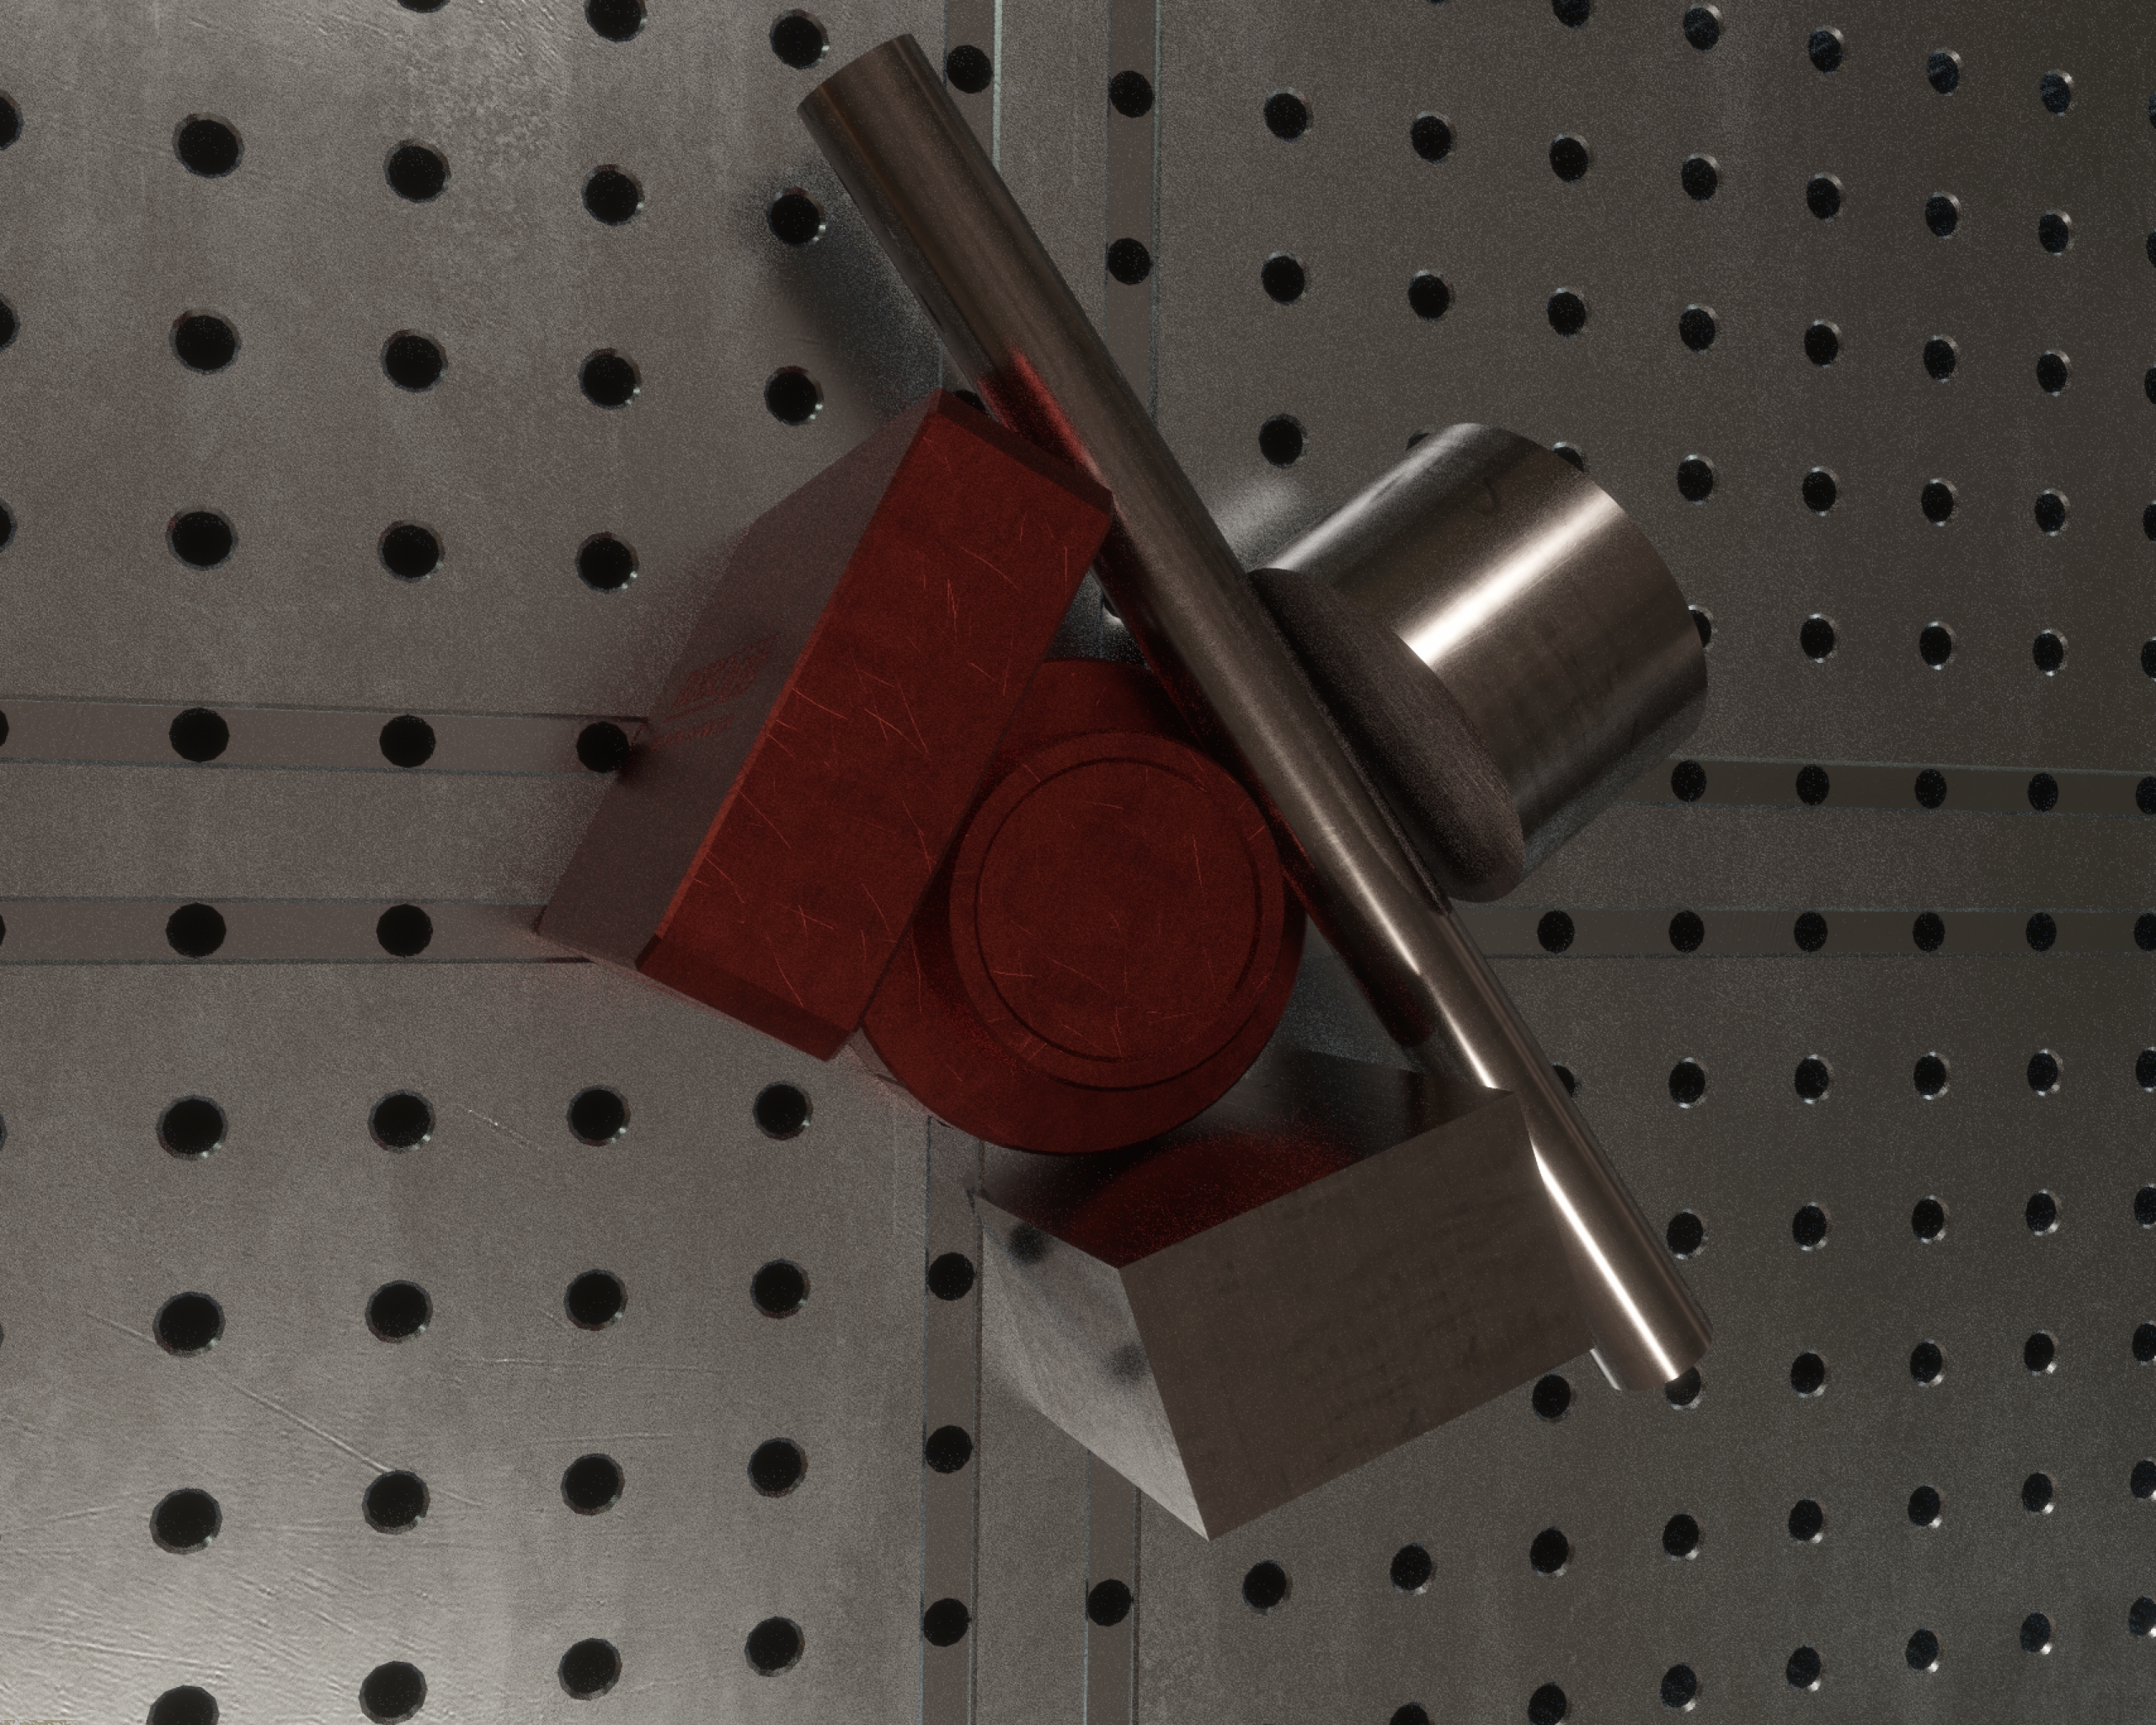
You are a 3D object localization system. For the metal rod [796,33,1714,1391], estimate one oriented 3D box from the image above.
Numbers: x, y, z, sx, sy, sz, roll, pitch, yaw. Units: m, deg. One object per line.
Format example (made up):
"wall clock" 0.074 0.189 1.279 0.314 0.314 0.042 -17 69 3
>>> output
"metal rod" 0.041 -0.020 0.406 0.025 0.025 0.299 -37 102 -16

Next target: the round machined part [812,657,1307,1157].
"round machined part" 0.001 0.009 0.405 0.099 0.042 0.097 0 90 -21

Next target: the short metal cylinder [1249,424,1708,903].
"short metal cylinder" 0.075 -0.039 0.411 0.050 0.080 0.080 -39 103 -16

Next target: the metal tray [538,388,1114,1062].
"metal tray" -0.047 -0.020 0.340 0.030 0.130 0.090 29 80 -18

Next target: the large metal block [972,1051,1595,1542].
"large metal block" 0.036 0.077 0.398 0.081 0.080 0.050 -20 97 -19
